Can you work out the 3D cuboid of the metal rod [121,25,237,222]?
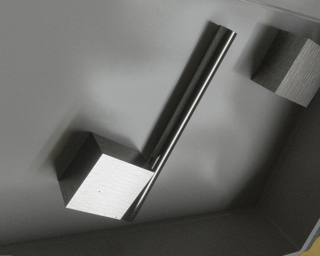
[{"bbox_3d":[0.017,0.005,0.422,0.025,0.025,0.298,16,110,-35],"label":"metal rod"}]

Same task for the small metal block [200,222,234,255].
[{"bbox_3d":[0.112,0.218,0.611,0.050,0.025,0.050,-5,121,-26],"label":"small metal block"}]

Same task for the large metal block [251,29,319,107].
[{"bbox_3d":[0.194,-0.085,0.449,0.081,0.050,0.080,14,111,-35],"label":"large metal block"}]

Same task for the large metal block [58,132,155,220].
[{"bbox_3d":[-0.069,0.063,0.395,0.080,0.050,0.080,27,103,-38],"label":"large metal block"}]
